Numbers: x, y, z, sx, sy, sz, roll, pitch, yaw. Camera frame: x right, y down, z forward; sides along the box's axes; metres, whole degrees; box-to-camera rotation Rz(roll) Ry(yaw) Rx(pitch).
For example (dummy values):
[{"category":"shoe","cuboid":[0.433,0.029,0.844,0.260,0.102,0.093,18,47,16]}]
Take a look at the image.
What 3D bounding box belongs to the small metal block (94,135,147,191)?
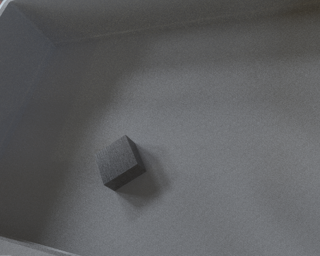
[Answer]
[{"category":"small metal block","cuboid":[-0.052,0.045,0.404,0.050,0.025,0.050,-32,52,7]}]
